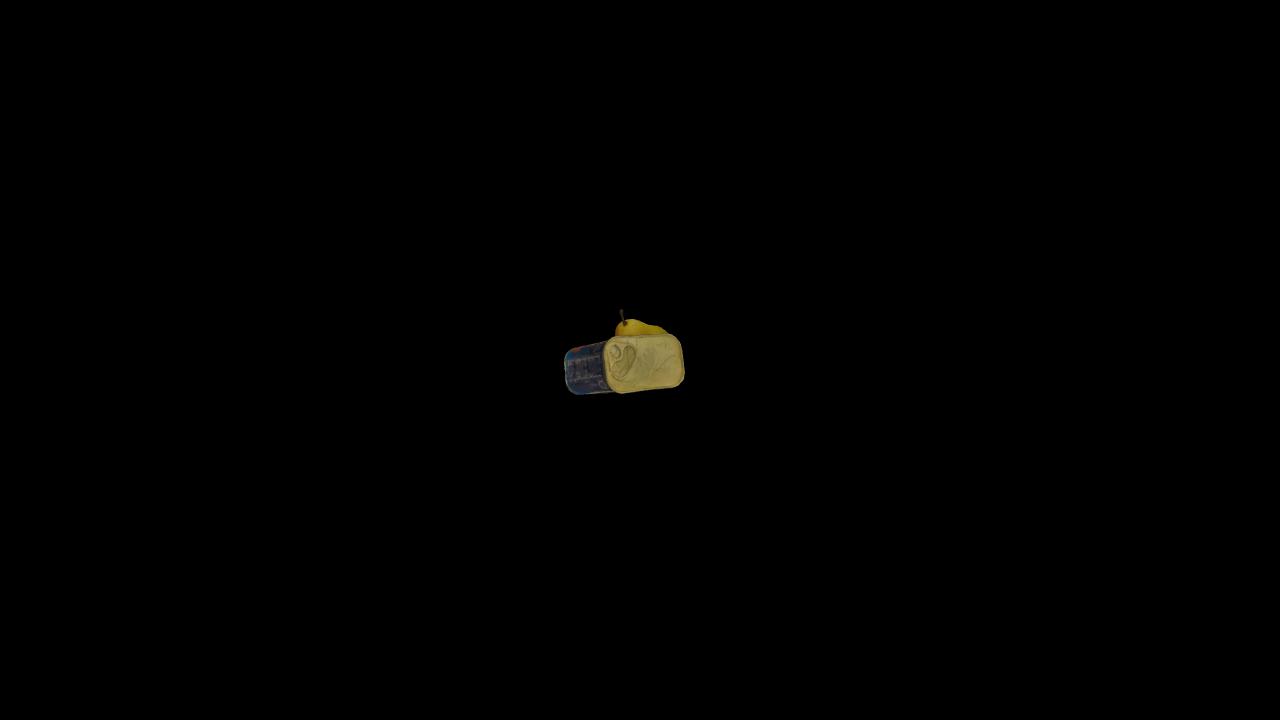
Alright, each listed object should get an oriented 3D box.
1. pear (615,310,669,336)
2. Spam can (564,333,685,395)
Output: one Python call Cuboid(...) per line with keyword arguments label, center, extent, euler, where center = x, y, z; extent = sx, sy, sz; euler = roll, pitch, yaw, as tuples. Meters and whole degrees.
Cuboid(label="pear", center=(-0.005, -0.018, 0.767), extent=(0.080, 0.080, 0.111), euler=(0, -25, 33))
Cuboid(label="Spam can", center=(-0.018, 0.007, 0.657), extent=(0.101, 0.058, 0.085), euler=(-4, -4, -37))
